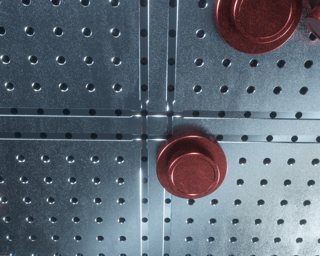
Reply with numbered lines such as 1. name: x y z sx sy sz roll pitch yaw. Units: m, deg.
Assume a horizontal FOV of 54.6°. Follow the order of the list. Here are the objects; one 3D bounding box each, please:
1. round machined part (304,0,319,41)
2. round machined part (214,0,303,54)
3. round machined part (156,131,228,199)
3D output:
1. round machined part: 0.198 -0.114 0.334 0.098 0.098 0.042 38 106 -13
2. round machined part: 0.115 -0.134 0.356 0.099 0.042 0.097 0 110 0
3. round machined part: 0.044 0.057 0.425 0.099 0.042 0.097 0 110 0
